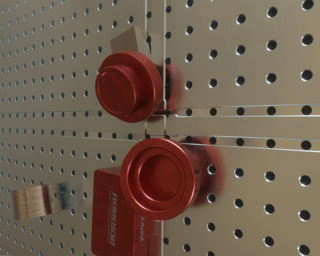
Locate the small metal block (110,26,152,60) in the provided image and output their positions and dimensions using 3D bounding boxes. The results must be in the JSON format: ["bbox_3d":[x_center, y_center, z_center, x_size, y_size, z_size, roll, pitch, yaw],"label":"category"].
[{"bbox_3d":[-0.042,-0.109,0.442,0.050,0.025,0.050,-16,80,38],"label":"small metal block"}]

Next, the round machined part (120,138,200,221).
[{"bbox_3d":[0.003,0.061,0.384,0.098,0.042,0.097,-1,87,25],"label":"round machined part"}]

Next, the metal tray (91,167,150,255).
[{"bbox_3d":[-0.059,0.129,0.452,0.090,0.030,0.129,4,93,39],"label":"metal tray"}]

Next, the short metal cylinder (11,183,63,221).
[{"bbox_3d":[-0.217,0.130,0.549,0.080,0.081,0.050,-17,79,38],"label":"short metal cylinder"}]

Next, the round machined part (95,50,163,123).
[{"bbox_3d":[-0.048,-0.053,0.417,0.098,0.042,0.097,14,117,30],"label":"round machined part"}]
